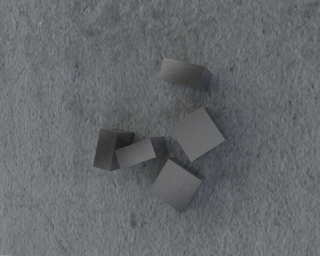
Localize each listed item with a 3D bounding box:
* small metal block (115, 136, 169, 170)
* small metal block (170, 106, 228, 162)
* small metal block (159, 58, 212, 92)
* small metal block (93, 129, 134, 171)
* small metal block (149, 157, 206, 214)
[{"bbox_3d":[-0.022,0.031,0.403,0.050,0.050,0.025,-21,83,18],"label":"small metal block"},{"bbox_3d":[0.049,0.007,0.391,0.050,0.025,0.050,-35,79,16],"label":"small metal block"},{"bbox_3d":[0.033,-0.065,0.383,0.050,0.050,0.025,16,96,19],"label":"small metal block"},{"bbox_3d":[-0.061,0.028,0.416,0.025,0.050,0.050,13,94,19],"label":"small metal block"},{"bbox_3d":[0.023,0.073,0.400,0.050,0.025,0.050,33,100,16],"label":"small metal block"}]
